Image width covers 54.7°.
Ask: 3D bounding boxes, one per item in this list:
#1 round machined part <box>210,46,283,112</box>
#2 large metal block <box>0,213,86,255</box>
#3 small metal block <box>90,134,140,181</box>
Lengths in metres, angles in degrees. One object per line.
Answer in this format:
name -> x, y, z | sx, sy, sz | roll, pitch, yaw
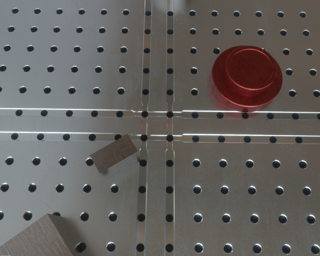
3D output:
round machined part -> 0.122, -0.074, 0.431 | 0.099, 0.042, 0.098 | 0, 70, 0
large metal block -> -0.131, 0.154, 0.341 | 0.080, 0.050, 0.080 | -35, 74, -12
small metal block -> -0.054, 0.038, 0.384 | 0.050, 0.050, 0.025 | -30, 73, -10
